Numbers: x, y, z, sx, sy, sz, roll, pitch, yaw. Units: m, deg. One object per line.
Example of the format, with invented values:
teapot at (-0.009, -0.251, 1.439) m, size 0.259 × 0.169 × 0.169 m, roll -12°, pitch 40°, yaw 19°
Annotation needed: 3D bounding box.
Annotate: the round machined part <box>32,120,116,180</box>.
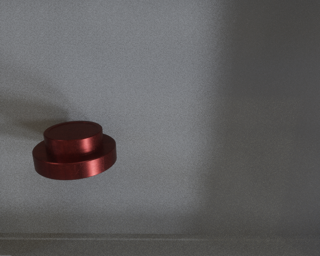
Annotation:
round machined part at (-0.104, 0.021, 0.379) m, size 0.099 × 0.098 × 0.042 m, roll -1°, pitch 110°, yaw 0°
